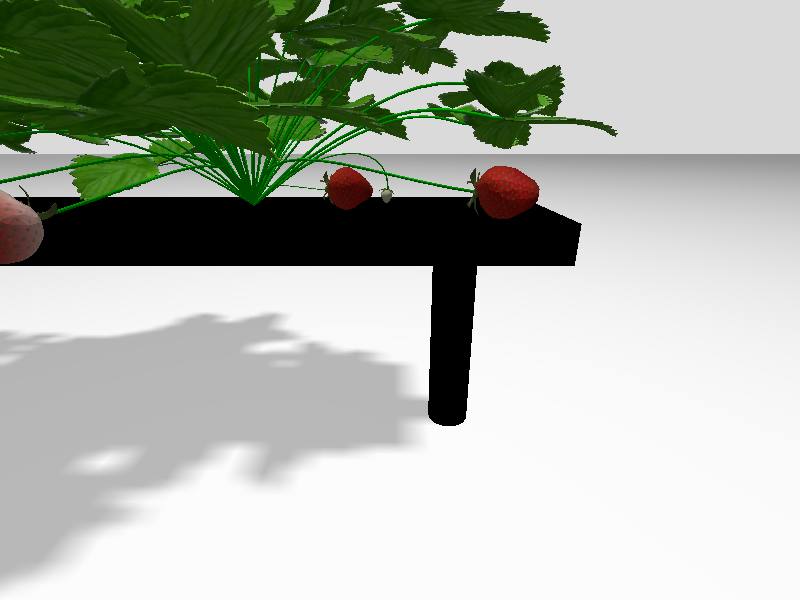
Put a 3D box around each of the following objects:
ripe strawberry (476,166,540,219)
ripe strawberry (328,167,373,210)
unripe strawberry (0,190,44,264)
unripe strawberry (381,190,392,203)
[{"bbox_3d":[0.072,-0.072,0.269,0.040,0.035,0.040,8,23,19],"label":"ripe strawberry"},{"bbox_3d":[-0.039,-0.090,0.323,0.034,0.033,0.032,5,22,10],"label":"ripe strawberry"},{"bbox_3d":[-0.175,-0.030,0.166,0.037,0.032,0.037,6,23,14],"label":"unripe strawberry"},{"bbox_3d":[-0.012,-0.093,0.358,0.010,0.012,0.012,-3,22,-8],"label":"unripe strawberry"}]
